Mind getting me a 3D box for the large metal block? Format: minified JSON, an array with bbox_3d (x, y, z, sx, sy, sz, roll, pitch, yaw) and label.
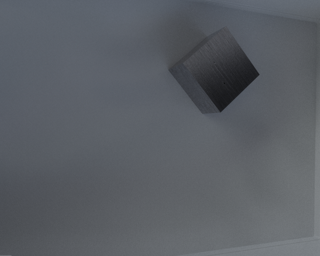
[{"bbox_3d":[0.073,-0.076,0.424,0.080,0.050,0.080,-43,104,-15],"label":"large metal block"}]
